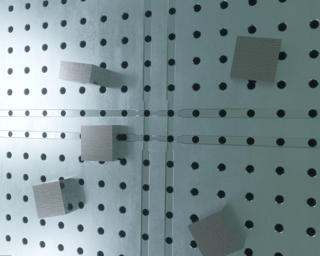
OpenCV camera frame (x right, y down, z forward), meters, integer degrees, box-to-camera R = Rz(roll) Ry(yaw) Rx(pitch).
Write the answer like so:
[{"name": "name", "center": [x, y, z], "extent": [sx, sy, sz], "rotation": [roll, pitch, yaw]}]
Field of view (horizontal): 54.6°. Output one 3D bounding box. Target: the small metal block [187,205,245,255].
[{"name": "small metal block", "center": [0.071, 0.132, 0.388], "extent": [0.050, 0.025, 0.050], "rotation": [-31, 80, 17]}]

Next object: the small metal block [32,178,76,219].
[{"name": "small metal block", "center": [-0.161, 0.106, 0.470], "extent": [0.050, 0.025, 0.050], "rotation": [-13, 86, 19]}]

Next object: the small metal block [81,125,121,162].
[{"name": "small metal block", "center": [-0.084, 0.021, 0.443], "extent": [0.050, 0.025, 0.050], "rotation": [-1, 90, 20]}]

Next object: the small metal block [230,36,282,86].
[{"name": "small metal block", "center": [0.115, -0.081, 0.372], "extent": [0.050, 0.025, 0.050], "rotation": [11, 94, 19]}]

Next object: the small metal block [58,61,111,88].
[{"name": "small metal block", "center": [-0.105, -0.075, 0.437], "extent": [0.050, 0.050, 0.025], "rotation": [10, 94, 20]}]
